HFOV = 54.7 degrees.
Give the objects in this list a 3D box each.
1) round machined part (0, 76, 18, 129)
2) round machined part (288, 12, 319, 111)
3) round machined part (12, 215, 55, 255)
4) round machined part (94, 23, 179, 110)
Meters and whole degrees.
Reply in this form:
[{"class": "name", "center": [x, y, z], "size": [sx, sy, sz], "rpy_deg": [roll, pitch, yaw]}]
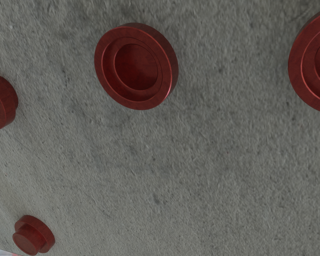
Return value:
[{"class": "round machined part", "center": [-0.274, -0.049, 0.507], "size": [0.098, 0.042, 0.097], "rpy_deg": [13, 124, 20]}, {"class": "round machined part", "center": [0.166, -0.062, 0.270], "size": [0.098, 0.042, 0.097], "rpy_deg": [13, 124, 20]}, {"class": "round machined part", "center": [-0.291, 0.248, 0.699], "size": [0.098, 0.042, 0.097], "rpy_deg": [13, 124, 20]}, {"class": "round machined part", "center": [-0.024, -0.073, 0.362], "size": [0.098, 0.042, 0.097], "rpy_deg": [13, 124, 20]}]
